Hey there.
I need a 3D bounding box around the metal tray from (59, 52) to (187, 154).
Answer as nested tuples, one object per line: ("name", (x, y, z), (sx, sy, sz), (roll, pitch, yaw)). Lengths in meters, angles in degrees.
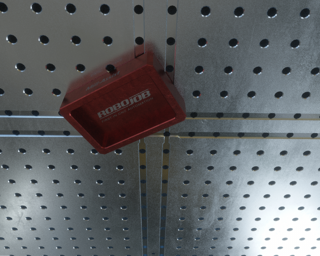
("metal tray", (-0.044, -0.025, 0.386), (0.130, 0.030, 0.090), (-24, 127, 18))
